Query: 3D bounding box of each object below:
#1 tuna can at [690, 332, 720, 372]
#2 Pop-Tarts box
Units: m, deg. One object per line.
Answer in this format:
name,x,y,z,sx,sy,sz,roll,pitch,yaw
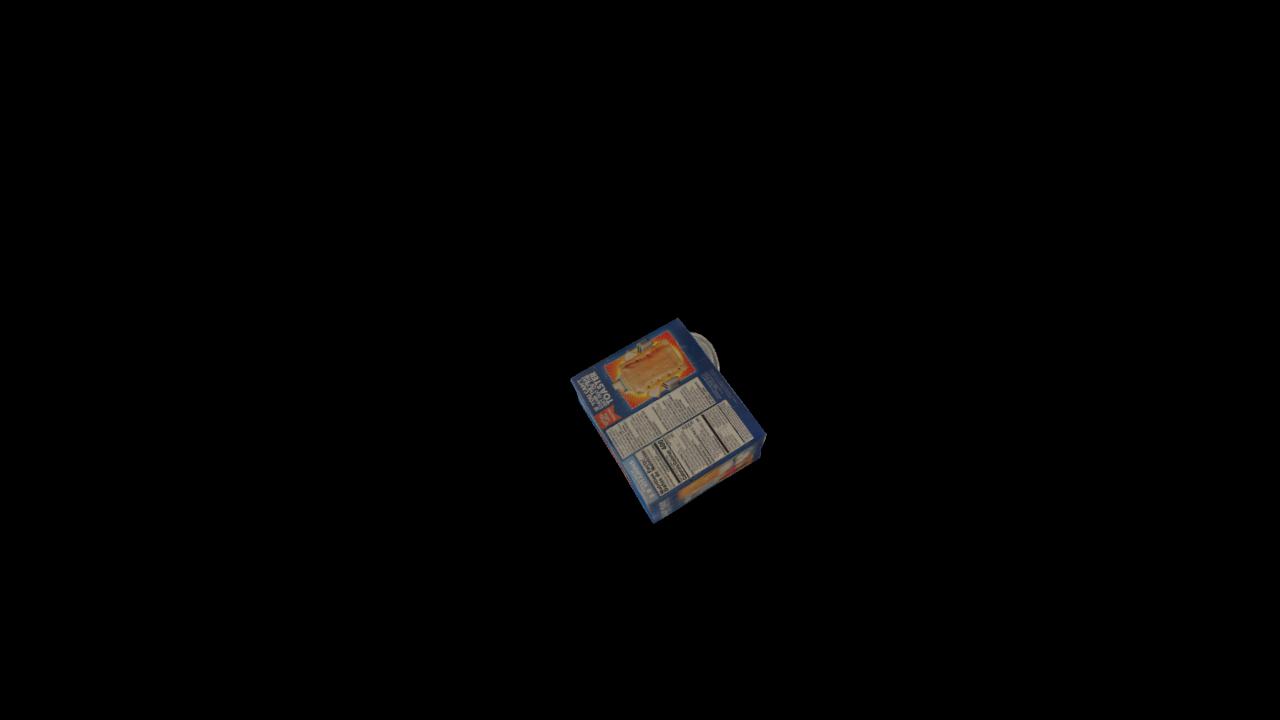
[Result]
tuna can,0.060,0.008,0.766,0.084,0.084,0.034,0,-12,-39
Pop-Tarts box,0.029,0.064,0.667,0.141,0.167,0.083,-30,-27,-10
